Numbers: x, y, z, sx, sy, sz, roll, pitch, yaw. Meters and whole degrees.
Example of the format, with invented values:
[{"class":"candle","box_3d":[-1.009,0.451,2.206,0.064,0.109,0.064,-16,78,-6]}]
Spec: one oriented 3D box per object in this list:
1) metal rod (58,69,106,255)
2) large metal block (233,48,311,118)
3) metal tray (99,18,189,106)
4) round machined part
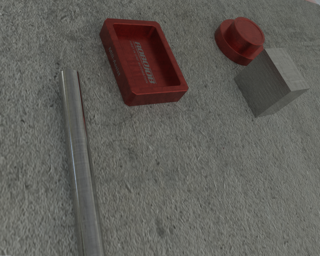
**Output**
[{"class":"metal rod","box_3d":[-0.078,0.067,0.320,0.025,0.025,0.299,0,62,-28]},{"class":"large metal block","box_3d":[0.181,-0.074,0.511,0.050,0.080,0.080,-11,68,-33]},{"class":"metal tray","box_3d":[-0.024,-0.097,0.446,0.091,0.030,0.130,-9,66,-32]},{"class":"round machined part","box_3d":[0.155,-0.168,0.578,0.099,0.042,0.098,14,56,-21]}]
